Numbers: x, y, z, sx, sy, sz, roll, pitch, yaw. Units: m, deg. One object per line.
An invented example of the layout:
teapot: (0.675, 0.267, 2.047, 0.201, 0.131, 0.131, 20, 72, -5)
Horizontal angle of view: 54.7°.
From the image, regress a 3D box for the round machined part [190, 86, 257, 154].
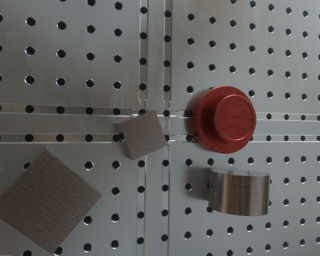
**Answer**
round machined part: (0.096, -0.012, 0.441, 0.099, 0.042, 0.097, 0, 90, -21)

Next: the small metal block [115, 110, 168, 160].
small metal block: (-0.024, 0.008, 0.405, 0.050, 0.025, 0.050, -22, 98, -19)

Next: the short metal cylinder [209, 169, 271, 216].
short metal cylinder: (0.108, 0.085, 0.425, 0.081, 0.080, 0.050, 4, 89, -20)

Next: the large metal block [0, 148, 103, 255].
large metal block: (-0.127, 0.079, 0.353, 0.080, 0.050, 0.080, 44, 76, -15)
